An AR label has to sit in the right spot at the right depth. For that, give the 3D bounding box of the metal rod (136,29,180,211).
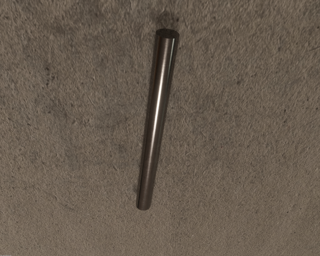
[{"bbox_3d":[-0.010,0.014,0.418,0.025,0.025,0.298,5,130,-5],"label":"metal rod"}]
